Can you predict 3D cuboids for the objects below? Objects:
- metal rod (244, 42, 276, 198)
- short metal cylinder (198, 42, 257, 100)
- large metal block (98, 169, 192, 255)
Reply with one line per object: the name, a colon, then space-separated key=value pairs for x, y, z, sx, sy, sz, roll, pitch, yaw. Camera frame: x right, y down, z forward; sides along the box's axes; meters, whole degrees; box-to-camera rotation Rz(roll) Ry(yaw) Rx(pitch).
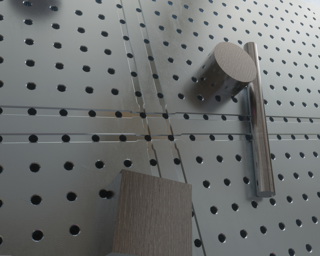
metal rod: x=0.161 y=-0.032 z=0.513 sx=0.025 sy=0.025 sz=0.300 roll=18 pitch=55 yaw=-18
short metal cylinder: x=0.109 y=-0.094 z=0.508 sx=0.081 sy=0.050 sz=0.080 roll=13 pitch=56 yaw=-21
large metal block: x=-0.014 y=0.097 z=0.325 sx=0.081 sy=0.050 sz=0.080 roll=16 pitch=55 yaw=-19
